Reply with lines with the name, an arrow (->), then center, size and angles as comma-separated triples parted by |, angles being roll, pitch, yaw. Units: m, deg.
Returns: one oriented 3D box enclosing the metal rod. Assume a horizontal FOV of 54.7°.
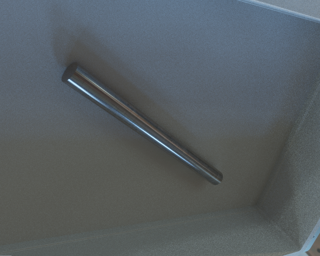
metal rod -> 0.000, 0.012, 0.415 | 0.025, 0.025, 0.301 | -48, 129, 6
